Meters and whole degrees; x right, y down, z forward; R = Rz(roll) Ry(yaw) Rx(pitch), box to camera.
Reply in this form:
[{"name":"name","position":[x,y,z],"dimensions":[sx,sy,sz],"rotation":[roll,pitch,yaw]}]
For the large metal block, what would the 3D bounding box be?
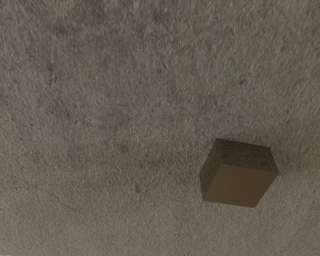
[{"name":"large metal block","position":[0.110,0.066,0.448],"dimensions":[0.080,0.050,0.079],"rotation":[10,130,-8]}]
